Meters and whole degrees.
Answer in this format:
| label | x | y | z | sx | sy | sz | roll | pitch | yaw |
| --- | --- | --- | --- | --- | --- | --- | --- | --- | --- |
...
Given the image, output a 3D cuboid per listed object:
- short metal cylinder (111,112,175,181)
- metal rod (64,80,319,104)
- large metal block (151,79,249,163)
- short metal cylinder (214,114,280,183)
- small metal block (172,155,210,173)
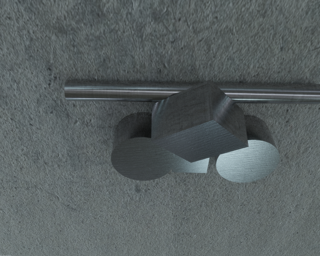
| label | x | y | z | sx | sy | sz | roll | pitch | yaw |
| --- | --- | --- | --- | --- | --- | --- | --- | --- | --- |
| short metal cylinder | -0.022 | 0.025 | 0.413 | 0.081 | 0.050 | 0.079 | 0 | 130 | 0 |
| metal rod | 0.041 | -0.043 | 0.372 | 0.302 | 0.025 | 0.025 | 1 | 130 | -1 |
| large metal block | 0.047 | -0.003 | 0.367 | 0.080 | 0.050 | 0.080 | -21 | 145 | 33 |
| short metal cylinder | 0.113 | 0.028 | 0.417 | 0.081 | 0.050 | 0.079 | 0 | 130 | 0 |
| small metal block | 0.043 | 0.038 | 0.442 | 0.050 | 0.025 | 0.050 | 1 | 130 | -2 |
